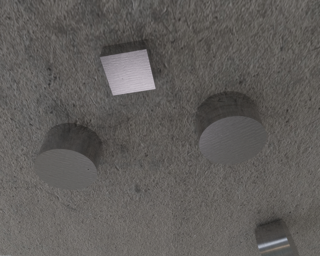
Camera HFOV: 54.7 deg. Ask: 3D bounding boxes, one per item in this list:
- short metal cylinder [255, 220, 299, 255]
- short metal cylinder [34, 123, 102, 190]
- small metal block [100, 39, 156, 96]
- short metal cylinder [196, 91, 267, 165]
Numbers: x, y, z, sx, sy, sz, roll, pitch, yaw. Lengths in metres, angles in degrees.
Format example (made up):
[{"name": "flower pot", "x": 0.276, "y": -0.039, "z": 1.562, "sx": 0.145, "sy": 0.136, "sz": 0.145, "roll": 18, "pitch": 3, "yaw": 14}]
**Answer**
[{"name": "short metal cylinder", "x": 0.210, "y": 0.210, "z": 0.552, "sx": 0.050, "sy": 0.080, "sz": 0.080, "roll": -26, "pitch": 126, "yaw": 20}, {"name": "short metal cylinder", "x": -0.123, "y": 0.040, "z": 0.423, "sx": 0.081, "sy": 0.050, "sz": 0.079, "roll": 0, "pitch": 130, "yaw": 0}, {"name": "small metal block", "x": -0.034, "y": -0.068, "z": 0.349, "sx": 0.050, "sy": 0.025, "sz": 0.050, "roll": -8, "pitch": 130, "yaw": 6}, {"name": "short metal cylinder", "x": 0.087, "y": 0.001, "z": 0.392, "sx": 0.081, "sy": 0.050, "sz": 0.079, "roll": 0, "pitch": 130, "yaw": 0}]
